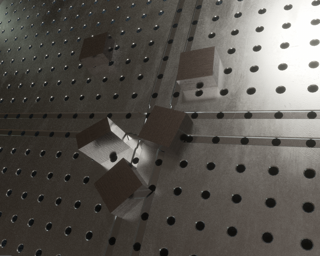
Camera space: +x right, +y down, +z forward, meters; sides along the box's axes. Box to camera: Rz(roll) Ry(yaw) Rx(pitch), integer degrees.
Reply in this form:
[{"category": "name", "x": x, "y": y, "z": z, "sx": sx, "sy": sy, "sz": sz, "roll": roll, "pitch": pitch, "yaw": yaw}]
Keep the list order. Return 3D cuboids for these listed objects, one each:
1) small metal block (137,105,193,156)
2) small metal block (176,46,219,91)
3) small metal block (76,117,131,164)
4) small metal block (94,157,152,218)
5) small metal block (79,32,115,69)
[{"category": "small metal block", "x": 0.007, "y": 0.002, "z": 0.402, "sx": 0.050, "sy": 0.025, "sz": 0.050, "roll": 16, "pitch": 70, "yaw": 34}, {"category": "small metal block", "x": 0.054, "y": -0.082, "z": 0.429, "sx": 0.050, "sy": 0.025, "sz": 0.050, "roll": -5, "pitch": 60, "yaw": 25}, {"category": "small metal block", "x": -0.076, "y": 0.018, "z": 0.420, "sx": 0.050, "sy": 0.050, "sz": 0.025, "roll": -29, "pitch": 52, "yaw": 9}, {"category": "small metal block", "x": -0.047, "y": 0.074, "z": 0.386, "sx": 0.050, "sy": 0.025, "sz": 0.050, "roll": -42, "pitch": 51, "yaw": -1}, {"category": "small metal block", "x": -0.111, "y": -0.138, "z": 0.549, "sx": 0.050, "sy": 0.025, "sz": 0.050, "roll": -9, "pitch": 58, "yaw": 23}]
